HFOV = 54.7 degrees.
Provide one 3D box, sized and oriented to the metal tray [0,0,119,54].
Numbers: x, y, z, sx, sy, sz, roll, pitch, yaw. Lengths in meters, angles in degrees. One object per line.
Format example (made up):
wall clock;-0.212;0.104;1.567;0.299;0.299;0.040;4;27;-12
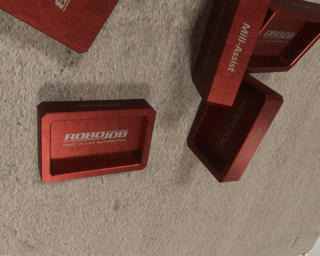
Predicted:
metal tray;-0.075;-0.144;0.274;0.090;0.030;0.129;27;104;-38

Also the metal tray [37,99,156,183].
metal tray;-0.075;0.013;0.371;0.131;0.030;0.089;-4;121;-27

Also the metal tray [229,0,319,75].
metal tray;0.142;-0.110;0.378;0.131;0.030;0.089;-10;148;-37

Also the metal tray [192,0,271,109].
metal tray;0.074;-0.098;0.342;0.030;0.090;0.129;11;115;-10

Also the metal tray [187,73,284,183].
metal tray;0.091;-0.005;0.405;0.030;0.090;0.129;2;122;-33
